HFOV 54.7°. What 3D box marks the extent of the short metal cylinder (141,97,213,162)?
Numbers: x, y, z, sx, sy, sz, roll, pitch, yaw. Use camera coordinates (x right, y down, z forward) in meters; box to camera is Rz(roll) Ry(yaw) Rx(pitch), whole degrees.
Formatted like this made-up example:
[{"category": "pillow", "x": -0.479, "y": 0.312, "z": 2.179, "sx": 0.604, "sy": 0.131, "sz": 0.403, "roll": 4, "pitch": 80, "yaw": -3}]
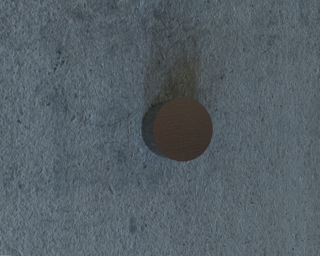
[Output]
[{"category": "short metal cylinder", "x": 0.021, "y": 0.002, "z": 0.406, "sx": 0.081, "sy": 0.050, "sz": 0.079, "roll": 0, "pitch": 90, "yaw": -21}]
